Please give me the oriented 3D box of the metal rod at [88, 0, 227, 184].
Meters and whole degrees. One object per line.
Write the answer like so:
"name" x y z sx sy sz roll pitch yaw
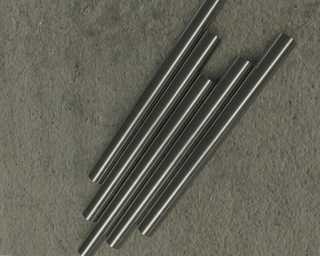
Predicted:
"metal rod" -0.008 -0.049 0.412 0.025 0.025 0.299 38 102 15

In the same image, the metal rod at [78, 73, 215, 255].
"metal rod" -0.023 0.059 0.418 0.025 0.025 0.299 38 102 15

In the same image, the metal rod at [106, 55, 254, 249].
"metal rod" 0.019 0.039 0.402 0.025 0.025 0.299 38 102 15

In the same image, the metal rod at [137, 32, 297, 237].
"metal rod" 0.064 0.017 0.387 0.025 0.025 0.299 38 102 15

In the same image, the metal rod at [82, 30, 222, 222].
"metal rod" -0.016 0.006 0.415 0.025 0.025 0.299 38 102 15
